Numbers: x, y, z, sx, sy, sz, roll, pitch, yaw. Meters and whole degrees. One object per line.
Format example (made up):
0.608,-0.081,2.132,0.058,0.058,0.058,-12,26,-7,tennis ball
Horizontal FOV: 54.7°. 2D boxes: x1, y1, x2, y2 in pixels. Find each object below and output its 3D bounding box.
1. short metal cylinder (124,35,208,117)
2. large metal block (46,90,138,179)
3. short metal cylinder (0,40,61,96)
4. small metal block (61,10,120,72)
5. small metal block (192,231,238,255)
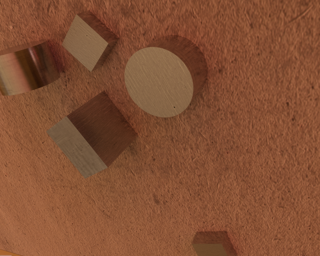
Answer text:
0.008,-0.059,0.349,0.080,0.050,0.079,13,124,20,short metal cylinder
-0.089,0.008,0.421,0.050,0.080,0.080,-28,103,37,large metal block
-0.182,-0.082,0.414,0.080,0.080,0.050,0,119,28,short metal cylinder
-0.087,-0.107,0.384,0.050,0.025,0.050,43,129,-2,small metal block
0.084,0.187,0.477,0.050,0.025,0.050,-14,111,33,small metal block
